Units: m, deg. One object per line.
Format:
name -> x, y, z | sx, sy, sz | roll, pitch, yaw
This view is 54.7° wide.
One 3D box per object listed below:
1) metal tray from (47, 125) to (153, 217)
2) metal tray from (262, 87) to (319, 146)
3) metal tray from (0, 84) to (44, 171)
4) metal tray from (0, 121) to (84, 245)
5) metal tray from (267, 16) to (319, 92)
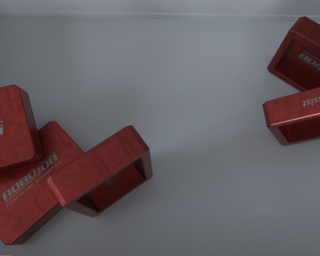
metal tray -> -0.054, 0.053, 0.334 | 0.090, 0.130, 0.030 | -34, 73, -12
metal tray -> 0.195, -0.017, 0.354 | 0.130, 0.090, 0.030 | -16, 65, 27
metal tray -> -0.214, 0.010, 0.357 | 0.131, 0.030, 0.090 | -16, 84, -6
metal tray -> -0.152, 0.065, 0.381 | 0.130, 0.030, 0.090 | -42, 76, -14
metal tray -> 0.216, -0.075, 0.402 | 0.130, 0.090, 0.030 | 37, 72, 13
